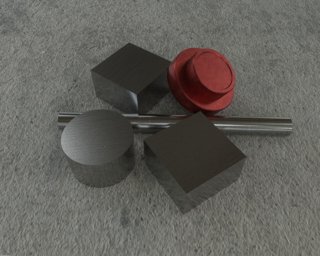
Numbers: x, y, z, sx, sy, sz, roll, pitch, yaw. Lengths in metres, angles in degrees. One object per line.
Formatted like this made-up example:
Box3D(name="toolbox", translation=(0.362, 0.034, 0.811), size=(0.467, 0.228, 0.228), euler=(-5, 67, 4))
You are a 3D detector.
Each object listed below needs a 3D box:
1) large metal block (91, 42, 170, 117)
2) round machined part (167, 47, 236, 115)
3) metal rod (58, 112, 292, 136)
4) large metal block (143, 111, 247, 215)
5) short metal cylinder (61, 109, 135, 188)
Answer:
Box3D(name="large metal block", translation=(-0.037, -0.068, 0.443), size=(0.080, 0.050, 0.080), euler=(30, 56, 22))
Box3D(name="round machined part", translation=(0.063, -0.068, 0.421), size=(0.099, 0.042, 0.098), euler=(12, 63, -25))
Box3D(name="metal rod", translation=(0.019, -0.005, 0.411), size=(0.302, 0.025, 0.025), euler=(1, 50, 0))
Box3D(name="large metal block", translation=(0.037, 0.038, 0.357), size=(0.081, 0.050, 0.080), euler=(-27, 55, -21))
Box3D(name="short metal cylinder", translation=(-0.070, 0.024, 0.367), size=(0.081, 0.050, 0.080), euler=(0, 50, 0))
